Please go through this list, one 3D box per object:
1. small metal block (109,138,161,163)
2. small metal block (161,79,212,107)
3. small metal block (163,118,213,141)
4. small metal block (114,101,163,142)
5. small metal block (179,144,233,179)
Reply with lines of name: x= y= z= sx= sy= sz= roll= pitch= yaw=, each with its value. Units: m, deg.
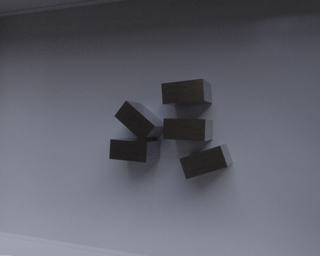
small metal block: x=-0.031 y=0.028 z=0.407 sx=0.050 sy=0.050 sz=0.025 roll=4 pitch=92 yaw=19
small metal block: x=0.035 y=-0.042 z=0.384 sx=0.050 sy=0.050 sz=0.025 roll=-4 pitch=89 yaw=19
small metal block: x=0.036 y=0.002 z=0.384 sx=0.050 sy=0.050 sz=0.025 roll=2 pitch=91 yaw=19
small metal block: x=-0.023 y=-0.009 z=0.405 sx=0.050 sy=0.050 sz=0.025 roll=41 pitch=103 yaw=15
small metal block: x=0.057 y=0.039 z=0.377 sx=0.050 sy=0.050 sz=0.025 roll=-20 pitch=84 yaw=18
